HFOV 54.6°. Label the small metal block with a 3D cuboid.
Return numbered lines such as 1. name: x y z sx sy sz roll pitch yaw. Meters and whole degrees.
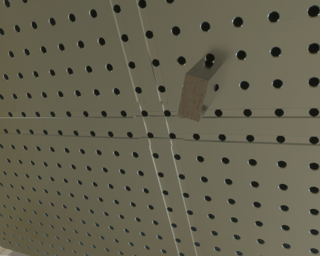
1. small metal block: 0.045 -0.043 0.346 0.025 0.050 0.050 21 126 16
